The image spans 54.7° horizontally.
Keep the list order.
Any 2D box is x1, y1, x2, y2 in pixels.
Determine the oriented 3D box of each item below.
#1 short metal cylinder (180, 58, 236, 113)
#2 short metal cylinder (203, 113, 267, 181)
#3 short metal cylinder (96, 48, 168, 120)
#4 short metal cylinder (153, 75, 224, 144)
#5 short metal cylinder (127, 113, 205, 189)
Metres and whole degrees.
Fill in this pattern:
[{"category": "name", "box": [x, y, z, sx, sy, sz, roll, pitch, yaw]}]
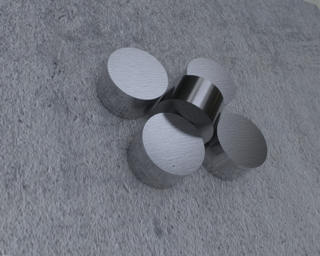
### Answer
[{"category": "short metal cylinder", "box": [0.063, -0.056, 0.457, 0.081, 0.050, 0.080, 14, 56, -21]}, {"category": "short metal cylinder", "box": [0.099, 0.027, 0.427, 0.081, 0.050, 0.080, 14, 56, -21]}, {"category": "short metal cylinder", "box": [-0.037, -0.057, 0.404, 0.081, 0.050, 0.080, 14, 56, -21]}, {"category": "short metal cylinder", "box": [0.038, -0.022, 0.406, 0.080, 0.080, 0.050, 34, 51, -6]}, {"category": "short metal cylinder", "box": [0.007, 0.028, 0.376, 0.081, 0.050, 0.080, 14, 56, -21]}]
